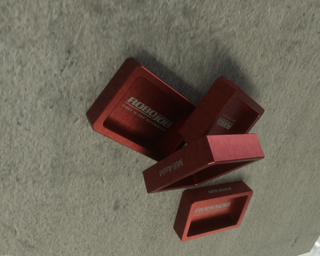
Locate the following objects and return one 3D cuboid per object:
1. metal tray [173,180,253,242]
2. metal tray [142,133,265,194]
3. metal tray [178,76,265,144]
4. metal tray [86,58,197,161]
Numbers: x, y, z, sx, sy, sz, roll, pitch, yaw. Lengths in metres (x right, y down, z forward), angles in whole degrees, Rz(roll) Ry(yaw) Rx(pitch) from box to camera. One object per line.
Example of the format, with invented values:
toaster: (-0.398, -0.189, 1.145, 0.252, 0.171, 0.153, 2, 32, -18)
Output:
metal tray: (0.094, 0.145, 0.547, 0.131, 0.030, 0.089, -4, 120, -27)
metal tray: (0.049, 0.046, 0.383, 0.091, 0.030, 0.129, -1, 157, -36)
metal tray: (0.088, -0.009, 0.419, 0.090, 0.030, 0.131, -55, 149, 11)
metal tray: (-0.013, -0.015, 0.388, 0.130, 0.030, 0.090, 31, 101, -38)
